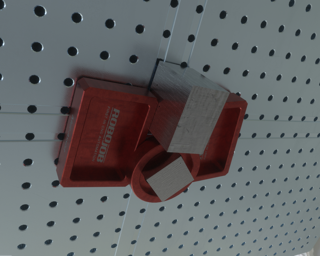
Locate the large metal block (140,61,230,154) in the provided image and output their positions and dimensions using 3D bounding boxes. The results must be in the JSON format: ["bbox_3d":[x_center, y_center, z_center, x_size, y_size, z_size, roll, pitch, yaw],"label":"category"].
[{"bbox_3d":[0.025,-0.025,0.369,0.050,0.080,0.079,6,115,-31],"label":"large metal block"}]

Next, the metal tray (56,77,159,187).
[{"bbox_3d":[-0.065,0.011,0.374,0.091,0.030,0.129,6,115,-31],"label":"metal tray"}]

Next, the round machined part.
[{"bbox_3d":[0.001,0.048,0.414,0.099,0.042,0.097,-14,124,-21],"label":"round machined part"}]

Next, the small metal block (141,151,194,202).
[{"bbox_3d":[0.009,0.058,0.393,0.050,0.025,0.050,-34,129,-6],"label":"small metal block"}]

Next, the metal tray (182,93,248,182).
[{"bbox_3d":[0.068,0.016,0.450,0.091,0.030,0.129,-6,121,-25],"label":"metal tray"}]
